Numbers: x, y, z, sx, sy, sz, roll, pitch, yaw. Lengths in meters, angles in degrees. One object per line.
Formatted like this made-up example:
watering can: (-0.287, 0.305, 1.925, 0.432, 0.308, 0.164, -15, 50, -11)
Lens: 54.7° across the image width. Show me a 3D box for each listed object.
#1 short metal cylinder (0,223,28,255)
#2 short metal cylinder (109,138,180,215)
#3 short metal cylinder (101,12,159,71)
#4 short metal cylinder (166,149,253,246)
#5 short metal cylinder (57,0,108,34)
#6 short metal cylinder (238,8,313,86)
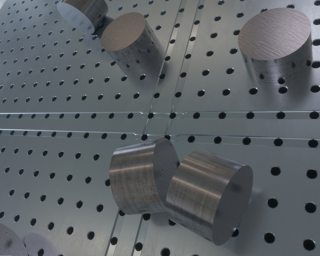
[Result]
short metal cylinder: (-0.215, 0.163, 0.386, 0.050, 0.080, 0.080, -43, 51, -1)
short metal cylinder: (-0.013, 0.054, 0.346, 0.050, 0.080, 0.080, -12, 57, 22)
short metal cylinder: (-0.048, -0.140, 0.503, 0.080, 0.050, 0.080, -13, 56, 21)
short metal cylinder: (0.051, 0.066, 0.306, 0.050, 0.080, 0.080, 19, 72, 35)
short metal cylinder: (-0.146, -0.226, 0.589, 0.080, 0.080, 0.050, 19, 72, 35)
short metal cylinder: (0.141, -0.099, 0.379, 0.080, 0.050, 0.080, -13, 56, 21)
